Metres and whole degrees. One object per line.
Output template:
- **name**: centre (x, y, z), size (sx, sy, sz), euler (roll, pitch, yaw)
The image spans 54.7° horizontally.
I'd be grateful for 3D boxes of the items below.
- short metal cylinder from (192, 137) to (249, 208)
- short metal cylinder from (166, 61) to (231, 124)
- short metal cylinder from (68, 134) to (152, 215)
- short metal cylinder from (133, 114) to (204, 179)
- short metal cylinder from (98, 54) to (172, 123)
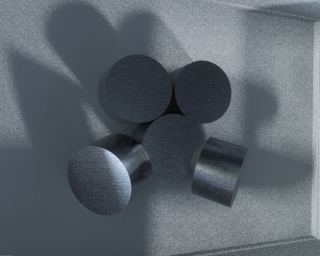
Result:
- **short metal cylinder**: centre (0.080, 0.057, 0.404), size (0.050, 0.080, 0.080), euler (17, 83, 20)
- **short metal cylinder**: centre (0.047, -0.046, 0.414), size (0.081, 0.050, 0.079), euler (0, 90, -21)
- **short metal cylinder**: centre (-0.056, 0.051, 0.354), size (0.050, 0.080, 0.080), euler (-32, 105, -63)
- **short metal cylinder**: centre (0.008, 0.022, 0.398), size (0.081, 0.050, 0.079), euler (0, 90, -21)
- **short metal cylinder**: centre (-0.032, -0.046, 0.383), size (0.081, 0.050, 0.079), euler (0, 90, -21)
